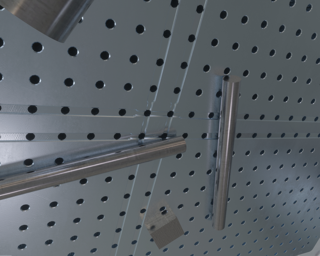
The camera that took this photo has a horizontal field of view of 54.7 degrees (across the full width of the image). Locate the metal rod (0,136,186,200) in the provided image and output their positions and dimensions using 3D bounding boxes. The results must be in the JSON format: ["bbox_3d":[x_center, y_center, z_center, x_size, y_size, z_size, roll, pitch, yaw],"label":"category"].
[{"bbox_3d":[-0.105,0.053,0.385,0.302,0.025,0.025,-12,124,-22],"label":"metal rod"}]

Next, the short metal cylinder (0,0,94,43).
[{"bbox_3d":[-0.099,-0.115,0.251,0.080,0.080,0.050,31,101,-38],"label":"short metal cylinder"}]

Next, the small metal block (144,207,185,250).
[{"bbox_3d":[0.008,0.168,0.520,0.050,0.025,0.050,-29,128,-10],"label":"small metal block"}]

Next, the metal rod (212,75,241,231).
[{"bbox_3d":[0.104,0.058,0.503,0.025,0.025,0.298,-16,125,-20],"label":"metal rod"}]
